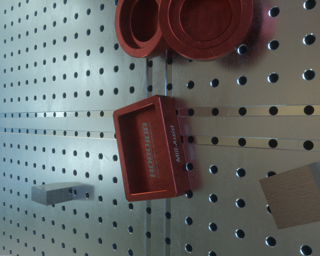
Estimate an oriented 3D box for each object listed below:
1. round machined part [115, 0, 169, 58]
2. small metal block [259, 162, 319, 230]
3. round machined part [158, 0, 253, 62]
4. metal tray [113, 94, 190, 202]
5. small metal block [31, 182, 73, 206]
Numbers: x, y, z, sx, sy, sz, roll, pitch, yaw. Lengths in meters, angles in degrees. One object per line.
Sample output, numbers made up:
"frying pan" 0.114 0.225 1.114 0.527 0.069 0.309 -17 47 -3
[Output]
"round machined part" -0.012 -0.140 0.403 0.098 0.042 0.097 8 102 44
"small metal block" 0.132 0.066 0.300 0.050 0.025 0.050 -28 72 36
"round machined part" 0.051 -0.122 0.341 0.098 0.042 0.097 1 94 15
"metal tray" -0.015 0.029 0.418 0.090 0.030 0.129 -17 80 38
"small metal block" -0.193 0.117 0.553 0.050 0.050 0.025 2 92 40
